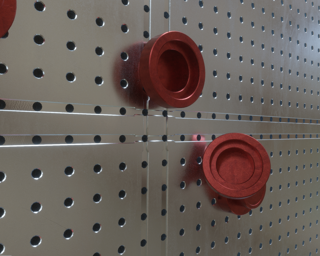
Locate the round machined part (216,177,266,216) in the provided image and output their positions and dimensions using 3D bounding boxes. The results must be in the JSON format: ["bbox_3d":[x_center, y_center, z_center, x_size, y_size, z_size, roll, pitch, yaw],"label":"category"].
[{"bbox_3d":[0.142,0.098,0.520,0.099,0.042,0.097,0,90,-40],"label":"round machined part"}]

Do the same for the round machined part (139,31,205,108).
[{"bbox_3d":[0.012,-0.074,0.410,0.099,0.042,0.097,0,90,-40],"label":"round machined part"}]

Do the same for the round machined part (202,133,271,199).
[{"bbox_3d":[0.114,0.060,0.474,0.042,0.098,0.098,71,37,-69],"label":"round machined part"}]

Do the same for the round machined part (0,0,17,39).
[{"bbox_3d":[-0.170,-0.115,0.256,0.099,0.042,0.097,0,90,-40],"label":"round machined part"}]
